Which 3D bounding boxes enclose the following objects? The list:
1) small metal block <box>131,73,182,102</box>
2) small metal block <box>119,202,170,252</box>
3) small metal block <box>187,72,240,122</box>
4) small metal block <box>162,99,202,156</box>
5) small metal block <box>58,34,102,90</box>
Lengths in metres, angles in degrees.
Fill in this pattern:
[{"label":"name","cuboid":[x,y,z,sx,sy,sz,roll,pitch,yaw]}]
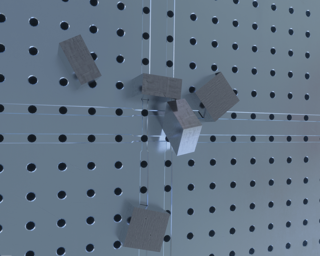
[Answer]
[{"label":"small metal block","cuboid":[-0.006,-0.050,0.397,0.050,0.050,0.025,6,88,-20]},{"label":"small metal block","cuboid":[-0.020,0.129,0.405,0.050,0.025,0.050,17,84,-19]},{"label":"small metal block","cuboid":[0.076,-0.044,0.440,0.050,0.025,0.050,-39,103,-16]},{"label":"small metal block","cuboid":[0.027,-0.001,0.398,0.025,0.050,0.050,-12,50,-20]},{"label":"small metal block","cuboid":[-0.095,-0.075,0.364,0.025,0.050,0.050,-29,100,-17]}]
